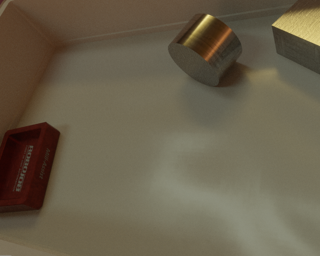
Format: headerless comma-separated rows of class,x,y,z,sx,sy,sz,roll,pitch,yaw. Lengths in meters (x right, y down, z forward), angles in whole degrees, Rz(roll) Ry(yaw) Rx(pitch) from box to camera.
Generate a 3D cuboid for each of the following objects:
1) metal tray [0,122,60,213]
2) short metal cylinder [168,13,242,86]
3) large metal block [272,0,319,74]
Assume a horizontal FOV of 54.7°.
metal tray,-0.211,0.060,0.473,0.090,0.030,0.130,-10,57,22
short metal cylinder,0.058,-0.099,0.400,0.080,0.080,0.050,32,80,37
large metal block,0.193,-0.114,0.359,0.080,0.050,0.080,-44,51,-2
